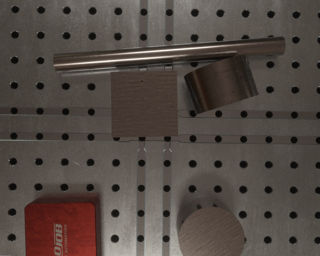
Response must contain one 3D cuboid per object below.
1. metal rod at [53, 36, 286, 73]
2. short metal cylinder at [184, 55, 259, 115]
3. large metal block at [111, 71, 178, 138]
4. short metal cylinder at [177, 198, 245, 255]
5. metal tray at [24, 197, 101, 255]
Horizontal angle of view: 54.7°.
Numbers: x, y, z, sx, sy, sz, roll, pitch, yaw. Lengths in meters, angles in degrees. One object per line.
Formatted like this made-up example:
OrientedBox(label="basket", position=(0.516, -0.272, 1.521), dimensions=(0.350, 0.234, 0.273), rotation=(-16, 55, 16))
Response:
OrientedBox(label="metal rod", position=(0.013, -0.098, 0.413), dimensions=(0.302, 0.025, 0.025), rotation=(-5, 90, -1))
OrientedBox(label="short metal cylinder", position=(0.076, -0.053, 0.387), dimensions=(0.080, 0.080, 0.050), rotation=(-18, 90, 0))
OrientedBox(label="large metal block", position=(-0.019, -0.029, 0.401), dimensions=(0.081, 0.050, 0.079), rotation=(-1, 90, -1))
OrientedBox(label="short metal cylinder", position=(0.063, 0.136, 0.402), dimensions=(0.081, 0.050, 0.079), rotation=(0, 90, -1))
OrientedBox(label="metal tray", position=(-0.126, 0.160, 0.409), dimensions=(0.091, 0.030, 0.129), rotation=(-2, 90, -1))
